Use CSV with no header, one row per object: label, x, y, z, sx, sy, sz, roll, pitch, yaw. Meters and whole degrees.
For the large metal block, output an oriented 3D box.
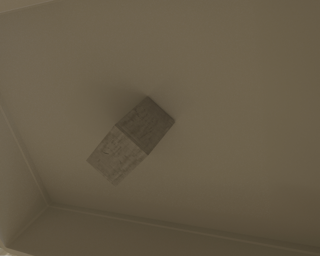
large metal block,-0.037,0.017,0.397,0.050,0.080,0.080,43,129,-2
